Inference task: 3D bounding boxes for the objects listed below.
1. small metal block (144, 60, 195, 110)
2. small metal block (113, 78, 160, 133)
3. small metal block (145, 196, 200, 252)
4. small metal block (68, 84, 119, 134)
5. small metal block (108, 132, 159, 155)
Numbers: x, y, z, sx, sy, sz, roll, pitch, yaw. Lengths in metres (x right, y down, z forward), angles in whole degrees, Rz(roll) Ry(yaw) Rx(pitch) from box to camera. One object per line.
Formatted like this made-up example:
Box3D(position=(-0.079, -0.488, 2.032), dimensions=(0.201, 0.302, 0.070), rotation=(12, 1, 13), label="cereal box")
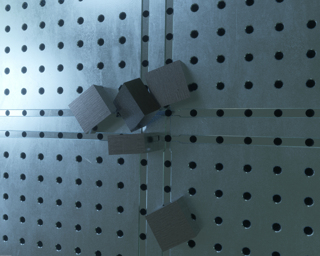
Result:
Box3D(position=(0.013, -0.055, 0.407), dimensions=(0.050, 0.025, 0.050), rotation=(-18, 84, 18), label="small metal block")
Box3D(position=(-0.032, -0.030, 0.409), dimensions=(0.050, 0.025, 0.050), rotation=(57, 145, 11), label="small metal block")
Box3D(position=(0.017, 0.125, 0.406), dimensions=(0.050, 0.025, 0.050), rotation=(-31, 80, 17), label="small metal block")
Box3D(position=(-0.095, -0.026, 0.445), dimensions=(0.050, 0.025, 0.050), rotation=(-36, 79, 16), label="small metal block")
Box3D(position=(-0.034, 0.020, 0.410), dimensions=(0.050, 0.050, 0.025), rotation=(-4, 89, 19), label="small metal block")
